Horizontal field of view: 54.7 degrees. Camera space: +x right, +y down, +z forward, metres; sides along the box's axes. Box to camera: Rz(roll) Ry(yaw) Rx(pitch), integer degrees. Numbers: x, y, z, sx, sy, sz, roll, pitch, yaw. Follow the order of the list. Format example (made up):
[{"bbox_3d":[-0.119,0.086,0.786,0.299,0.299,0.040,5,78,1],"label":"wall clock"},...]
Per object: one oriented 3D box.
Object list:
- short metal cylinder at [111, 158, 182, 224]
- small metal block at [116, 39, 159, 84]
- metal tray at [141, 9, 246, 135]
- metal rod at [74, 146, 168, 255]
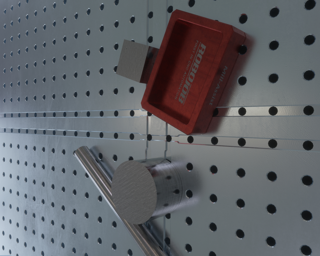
[{"bbox_3d":[-0.018,0.080,0.408,0.080,0.050,0.079,0,90,40],"label":"short metal cylinder"},{"bbox_3d":[-0.031,-0.093,0.435,0.050,0.025,0.050,26,106,37],"label":"small metal block"},{"bbox_3d":[0.035,-0.067,0.376,0.090,0.030,0.129,32,110,35],"label":"metal tray"},{"bbox_3d":[-0.041,0.133,0.443,0.300,0.025,0.025,46,118,30],"label":"metal rod"}]
